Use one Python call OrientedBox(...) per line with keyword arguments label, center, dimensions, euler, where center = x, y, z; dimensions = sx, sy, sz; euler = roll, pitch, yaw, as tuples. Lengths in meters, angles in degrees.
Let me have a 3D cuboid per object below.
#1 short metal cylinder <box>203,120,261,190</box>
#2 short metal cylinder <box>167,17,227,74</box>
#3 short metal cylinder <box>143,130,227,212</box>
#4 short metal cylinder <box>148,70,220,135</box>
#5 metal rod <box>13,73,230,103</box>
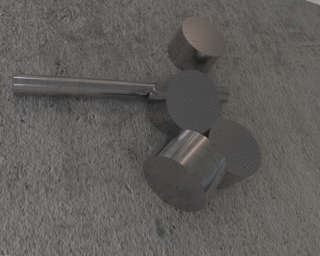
OrientedBox(label="short metal cylinder", center=(0.086, 0.036, 0.412), dimensions=(0.081, 0.050, 0.080), euler=(14, 56, -21))
OrientedBox(label="short metal cylinder", center=(0.059, -0.131, 0.499), dimensions=(0.081, 0.050, 0.080), euler=(14, 56, -21))
OrientedBox(label="short metal cylinder", center=(0.028, 0.049, 0.354), dimensions=(0.080, 0.080, 0.050), euler=(44, 51, 2))
OrientedBox(label="short metal cylinder", center=(0.031, -0.031, 0.406), dimensions=(0.081, 0.050, 0.080), euler=(3, 84, -28))
OrientedBox(label="metal rod", center=(-0.031, -0.051, 0.417), dimensions=(0.303, 0.025, 0.025), euler=(-1, 62, -29))
